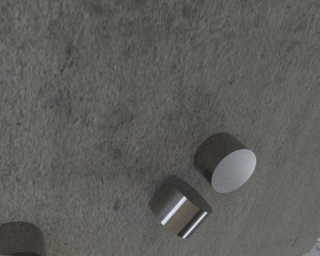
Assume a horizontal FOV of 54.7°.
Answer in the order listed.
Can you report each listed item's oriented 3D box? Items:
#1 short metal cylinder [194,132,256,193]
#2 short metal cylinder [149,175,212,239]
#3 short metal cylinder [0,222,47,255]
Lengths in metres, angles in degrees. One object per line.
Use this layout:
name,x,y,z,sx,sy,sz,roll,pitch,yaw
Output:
short metal cylinder,0.100,0.053,0.481,0.081,0.050,0.079,-14,125,-21
short metal cylinder,0.030,0.116,0.462,0.080,0.080,0.050,33,100,-39
short metal cylinder,-0.187,0.167,0.392,0.081,0.050,0.079,-14,125,-21
